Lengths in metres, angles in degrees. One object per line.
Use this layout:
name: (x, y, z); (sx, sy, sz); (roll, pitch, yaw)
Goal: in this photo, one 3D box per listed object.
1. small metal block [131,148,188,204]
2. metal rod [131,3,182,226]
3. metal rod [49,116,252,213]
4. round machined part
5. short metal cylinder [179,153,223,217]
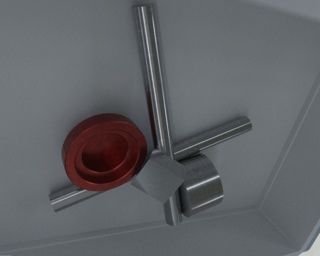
small metal block: (-0.001, 0.061, 0.392); (0.050, 0.025, 0.050); (32, 121, -5)
metal rod: (0.002, 0.004, 0.389); (0.025, 0.025, 0.298); (-18, 119, -18)
metal rod: (-0.001, 0.044, 0.435); (0.302, 0.025, 0.025); (-21, 127, -17)
round machined part: (-0.069, 0.025, 0.375); (0.099, 0.042, 0.097); (-14, 125, -21)
short metal cylinder: (0.048, 0.082, 0.450); (0.050, 0.080, 0.079); (-18, 126, -18)
